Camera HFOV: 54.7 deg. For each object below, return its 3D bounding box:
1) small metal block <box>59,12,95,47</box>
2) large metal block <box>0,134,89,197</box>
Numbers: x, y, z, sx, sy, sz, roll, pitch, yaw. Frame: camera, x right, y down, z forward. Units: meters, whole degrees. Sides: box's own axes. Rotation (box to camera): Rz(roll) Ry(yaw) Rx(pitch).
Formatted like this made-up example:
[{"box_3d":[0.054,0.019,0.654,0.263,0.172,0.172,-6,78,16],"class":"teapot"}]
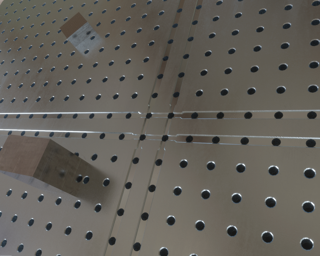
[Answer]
[{"box_3d":[-0.164,-0.194,0.611,0.050,0.025,0.050,-40,51,1],"class":"small metal block"},{"box_3d":[-0.161,0.052,0.424,0.080,0.080,0.050,4,64,29],"class":"large metal block"}]
